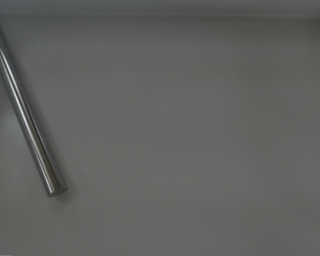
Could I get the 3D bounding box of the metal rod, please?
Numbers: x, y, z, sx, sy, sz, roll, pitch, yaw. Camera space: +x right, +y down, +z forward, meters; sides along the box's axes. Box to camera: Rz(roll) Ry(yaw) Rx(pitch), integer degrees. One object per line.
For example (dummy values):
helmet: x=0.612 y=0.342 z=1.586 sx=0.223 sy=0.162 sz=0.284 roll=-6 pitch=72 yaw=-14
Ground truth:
metal rod: x=-0.194 y=-0.046 z=0.425 sx=0.025 sy=0.025 sz=0.299 roll=-26 pitch=72 yaw=-9
